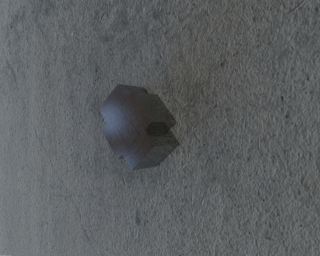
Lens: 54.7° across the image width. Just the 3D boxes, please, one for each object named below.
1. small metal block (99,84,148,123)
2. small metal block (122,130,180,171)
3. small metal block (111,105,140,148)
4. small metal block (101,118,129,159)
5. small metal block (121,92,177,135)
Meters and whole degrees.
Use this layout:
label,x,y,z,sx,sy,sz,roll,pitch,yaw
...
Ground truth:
label,x,y,z,sx,sy,sz,roll,pitch,yaw
small metal block,-0.047,-0.032,0.426,0.050,0.050,0.025,-46,63,30
small metal block,-0.011,0.027,0.397,0.050,0.050,0.025,-46,63,30
small metal block,-0.029,-0.003,0.411,0.025,0.050,0.050,-47,62,30
small metal block,-0.044,0.013,0.423,0.025,0.050,0.050,-47,62,30
small metal block,-0.014,-0.018,0.399,0.025,0.050,0.050,-48,62,29
